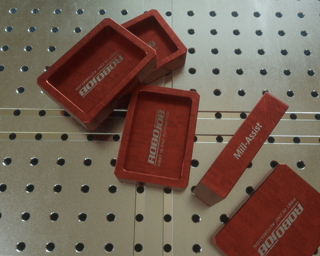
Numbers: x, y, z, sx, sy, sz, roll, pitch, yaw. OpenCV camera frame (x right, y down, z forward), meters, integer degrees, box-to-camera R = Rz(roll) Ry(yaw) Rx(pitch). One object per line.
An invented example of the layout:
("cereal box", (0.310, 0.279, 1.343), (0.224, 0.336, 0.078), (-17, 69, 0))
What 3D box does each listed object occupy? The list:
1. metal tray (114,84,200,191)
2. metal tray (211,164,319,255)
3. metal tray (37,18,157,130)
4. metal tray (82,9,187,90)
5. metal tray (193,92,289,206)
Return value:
("metal tray", (-0.001, 0.010, 0.405), (0.091, 0.030, 0.130), (9, 70, 3))
("metal tray", (0.136, 0.118, 0.368), (0.090, 0.030, 0.130), (43, 75, 14))
("metal tray", (-0.078, -0.072, 0.401), (0.090, 0.030, 0.130), (39, 74, 12))
("metal tray", (-0.038, -0.106, 0.447), (0.131, 0.030, 0.090), (-30, 73, -11))
("metal tray", (0.092, 0.028, 0.368), (0.030, 0.090, 0.130), (36, 74, 12))
